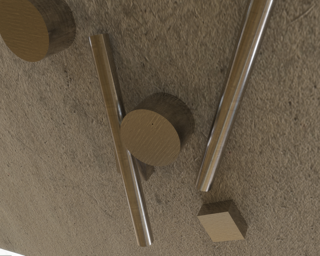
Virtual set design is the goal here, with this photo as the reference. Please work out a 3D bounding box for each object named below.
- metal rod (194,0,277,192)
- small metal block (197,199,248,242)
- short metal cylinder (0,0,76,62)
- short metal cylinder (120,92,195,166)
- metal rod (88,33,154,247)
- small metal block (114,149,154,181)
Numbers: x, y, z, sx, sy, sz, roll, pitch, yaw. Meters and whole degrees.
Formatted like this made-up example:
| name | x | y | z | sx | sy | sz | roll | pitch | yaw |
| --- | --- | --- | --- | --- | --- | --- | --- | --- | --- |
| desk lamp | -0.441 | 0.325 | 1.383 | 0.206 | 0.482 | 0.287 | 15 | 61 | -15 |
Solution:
| name | x | y | z | sx | sy | sz | roll | pitch | yaw |
| --- | --- | --- | --- | --- | --- | --- | --- | --- | --- |
| metal rod | 0.081 | -0.043 | 0.337 | 0.025 | 0.025 | 0.298 | 21 | 127 | 15 |
| small metal block | 0.089 | 0.133 | 0.442 | 0.050 | 0.025 | 0.050 | -21 | 107 | 36 |
| short metal cylinder | -0.156 | -0.130 | 0.392 | 0.080 | 0.050 | 0.079 | 13 | 124 | 21 |
| short metal cylinder | -0.002 | 0.001 | 0.393 | 0.080 | 0.050 | 0.079 | 13 | 124 | 21 |
| metal rod | -0.048 | 0.027 | 0.418 | 0.025 | 0.025 | 0.298 | -2 | 108 | 29 |
| small metal block | -0.037 | 0.045 | 0.454 | 0.050 | 0.025 | 0.050 | 12 | 124 | 21 |
